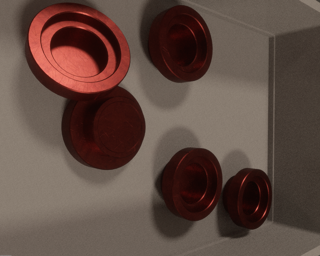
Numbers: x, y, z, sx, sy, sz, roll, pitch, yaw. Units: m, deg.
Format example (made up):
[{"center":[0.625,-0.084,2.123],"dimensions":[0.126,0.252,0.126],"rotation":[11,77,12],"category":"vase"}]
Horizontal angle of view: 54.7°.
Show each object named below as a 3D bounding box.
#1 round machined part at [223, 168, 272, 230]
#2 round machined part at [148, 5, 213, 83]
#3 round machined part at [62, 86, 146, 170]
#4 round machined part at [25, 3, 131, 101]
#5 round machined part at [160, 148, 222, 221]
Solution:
[{"center":[0.143,0.115,0.519],"dimensions":[0.099,0.042,0.097],"rotation":[0,90,-40],"category":"round machined part"},{"center":[0.023,-0.110,0.417],"dimensions":[0.099,0.042,0.097],"rotation":[0,90,-40],"category":"round machined part"},{"center":[-0.056,-0.001,0.351],"dimensions":[0.099,0.042,0.097],"rotation":[0,90,-40],"category":"round machined part"},{"center":[-0.083,-0.072,0.313],"dimensions":[0.099,0.042,0.098],"rotation":[11,67,-26],"category":"round machined part"},{"center":[0.040,0.075,0.431],"dimensions":[0.099,0.042,0.097],"rotation":[0,90,-40],"category":"round machined part"}]
